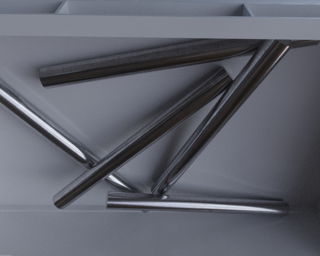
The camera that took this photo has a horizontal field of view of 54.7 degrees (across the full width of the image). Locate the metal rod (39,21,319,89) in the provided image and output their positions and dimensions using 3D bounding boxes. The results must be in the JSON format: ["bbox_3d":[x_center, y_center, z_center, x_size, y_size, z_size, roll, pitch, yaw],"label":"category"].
[{"bbox_3d":[0.015,-0.078,0.342,0.301,0.025,0.025,-8,130,6],"label":"metal rod"}]

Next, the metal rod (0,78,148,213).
[{"bbox_3d":[-0.110,0.039,0.441,0.025,0.025,0.300,-30,125,22],"label":"metal rod"}]

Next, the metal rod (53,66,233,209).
[{"bbox_3d":[-0.033,0.023,0.406,0.300,0.025,0.025,-37,122,19],"label":"metal rod"}]

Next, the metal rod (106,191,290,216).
[{"bbox_3d":[0.068,0.121,0.488,0.302,0.025,0.025,6,130,-15],"label":"metal rod"}]

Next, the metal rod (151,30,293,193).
[{"bbox_3d":[0.057,0.008,0.395,0.025,0.025,0.298,18,134,-15],"label":"metal rod"}]
